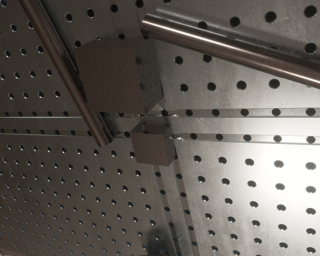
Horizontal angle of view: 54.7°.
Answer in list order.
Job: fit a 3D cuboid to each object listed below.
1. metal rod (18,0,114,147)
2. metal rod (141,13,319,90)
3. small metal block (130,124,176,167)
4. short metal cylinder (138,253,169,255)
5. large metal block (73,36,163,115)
[{"bbox_3d":[-0.140,-0.106,0.417,0.025,0.025,0.299,-12,113,33],"label":"metal rod"},{"bbox_3d":[0.121,-0.063,0.308,0.301,0.025,0.025,21,126,15],"label":"metal rod"},{"bbox_3d":[-0.009,0.023,0.429,0.050,0.025,0.050,4,120,26],"label":"small metal block"},{"bbox_3d":[-0.014,0.265,0.545,0.050,0.080,0.080,-24,105,36],"label":"short metal cylinder"},{"bbox_3d":[-0.048,-0.065,0.379,0.080,0.050,0.079,5,121,25],"label":"large metal block"}]
